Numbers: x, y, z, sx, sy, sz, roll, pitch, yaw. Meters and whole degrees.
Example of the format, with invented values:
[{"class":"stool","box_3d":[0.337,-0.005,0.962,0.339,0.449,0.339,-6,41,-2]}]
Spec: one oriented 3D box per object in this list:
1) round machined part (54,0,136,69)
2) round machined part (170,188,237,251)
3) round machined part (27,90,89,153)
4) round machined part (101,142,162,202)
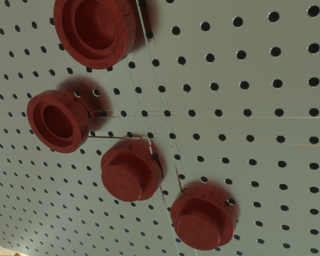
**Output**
[{"class":"round machined part","box_3d":[-0.071,-0.122,0.363,0.098,0.042,0.097,13,124,21]},{"class":"round machined part","box_3d":[0.060,0.140,0.456,0.098,0.042,0.097,13,124,21]},{"class":"round machined part","box_3d":[-0.148,-0.013,0.471,0.098,0.042,0.097,13,124,21]},{"class":"round machined part","box_3d":[-0.049,0.074,0.472,0.098,0.042,0.097,13,124,21]}]
